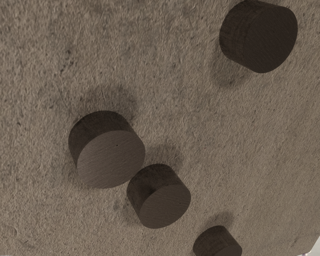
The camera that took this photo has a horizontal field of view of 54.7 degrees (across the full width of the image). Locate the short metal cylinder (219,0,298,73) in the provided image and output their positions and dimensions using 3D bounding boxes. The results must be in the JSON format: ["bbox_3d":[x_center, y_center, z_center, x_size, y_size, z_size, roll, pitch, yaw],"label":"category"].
[{"bbox_3d":[0.123,-0.115,0.389,0.081,0.050,0.079,-14,125,-21],"label":"short metal cylinder"}]

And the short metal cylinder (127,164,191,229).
[{"bbox_3d":[-0.002,0.099,0.453,0.081,0.050,0.079,-14,125,-21],"label":"short metal cylinder"}]

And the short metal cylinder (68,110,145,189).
[{"bbox_3d":[-0.064,0.026,0.372,0.081,0.050,0.079,-14,125,-21],"label":"short metal cylinder"}]

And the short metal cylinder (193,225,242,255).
[{"bbox_3d":[0.111,0.238,0.602,0.081,0.050,0.079,-14,125,-21],"label":"short metal cylinder"}]
